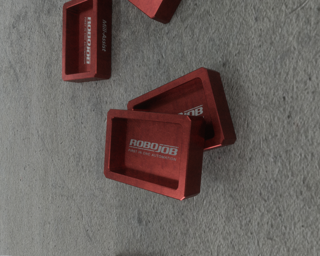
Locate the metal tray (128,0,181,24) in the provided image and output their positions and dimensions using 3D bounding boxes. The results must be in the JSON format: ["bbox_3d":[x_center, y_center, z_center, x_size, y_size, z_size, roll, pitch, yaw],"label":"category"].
[{"bbox_3d":[-0.016,-0.211,0.415,0.130,0.030,0.089,47,118,29],"label":"metal tray"}]

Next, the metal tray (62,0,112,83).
[{"bbox_3d":[-0.119,-0.142,0.499,0.090,0.030,0.129,2,91,40],"label":"metal tray"}]

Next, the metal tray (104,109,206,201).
[{"bbox_3d":[-0.012,0.026,0.371,0.130,0.030,0.089,7,95,39],"label":"metal tray"}]

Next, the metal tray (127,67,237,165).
[{"bbox_3d":[0.021,-0.009,0.384,0.130,0.030,0.090,-20,78,38],"label":"metal tray"}]
